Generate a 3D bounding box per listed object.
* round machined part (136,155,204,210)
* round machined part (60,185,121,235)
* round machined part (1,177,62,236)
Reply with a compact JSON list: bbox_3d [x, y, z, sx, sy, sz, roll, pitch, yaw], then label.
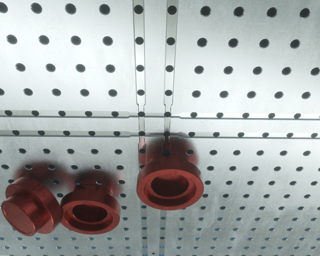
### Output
[{"bbox_3d":[0.015,0.079,0.468,0.099,0.042,0.097,-1,130,0],"label":"round machined part"},{"bbox_3d":[-0.114,0.131,0.511,0.099,0.042,0.097,-1,130,0],"label":"round machined part"},{"bbox_3d":[-0.204,0.127,0.479,0.098,0.042,0.097,14,123,23],"label":"round machined part"}]
